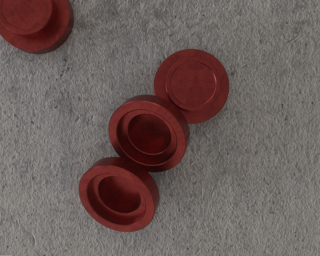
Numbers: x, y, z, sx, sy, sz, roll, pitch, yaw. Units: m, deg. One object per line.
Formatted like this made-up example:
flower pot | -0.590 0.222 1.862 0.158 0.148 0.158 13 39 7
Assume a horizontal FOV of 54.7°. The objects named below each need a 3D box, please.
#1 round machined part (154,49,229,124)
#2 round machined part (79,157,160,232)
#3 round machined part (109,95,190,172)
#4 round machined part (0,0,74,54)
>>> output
round machined part | 0.041 -0.054 0.402 0.099 0.042 0.097 0 90 0
round machined part | -0.047 0.078 0.387 0.098 0.042 0.097 7 116 14
round machined part | -0.010 0.003 0.387 0.098 0.042 0.097 8 119 15
round machined part | -0.166 -0.149 0.400 0.099 0.042 0.097 0 90 0
